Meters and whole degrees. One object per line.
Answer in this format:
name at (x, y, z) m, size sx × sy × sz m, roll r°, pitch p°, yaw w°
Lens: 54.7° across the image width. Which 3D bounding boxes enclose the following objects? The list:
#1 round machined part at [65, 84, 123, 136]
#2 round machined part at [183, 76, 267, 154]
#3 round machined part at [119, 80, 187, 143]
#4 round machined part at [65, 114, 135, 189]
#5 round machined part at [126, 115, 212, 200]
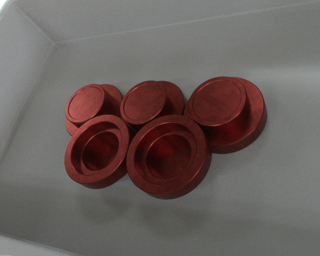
round machined part at (-0.100, -0.027, 0.460) m, size 0.098 × 0.042 × 0.098 m, roll -13°, pitch 56°, yaw 20°
round machined part at (0.072, -0.022, 0.367) m, size 0.098 × 0.042 × 0.098 m, roll -14°, pitch 55°, yaw 21°
round machined part at (-0.014, -0.024, 0.414) m, size 0.098 × 0.042 × 0.098 m, roll -14°, pitch 55°, yaw 21°
round machined part at (-0.073, 0.034, 0.410) m, size 0.098 × 0.042 × 0.098 m, roll -13°, pitch 56°, yaw 21°
round machined part at (0.013, 0.036, 0.363) m, size 0.098 × 0.042 × 0.098 m, roll -13°, pitch 56°, yaw 21°
